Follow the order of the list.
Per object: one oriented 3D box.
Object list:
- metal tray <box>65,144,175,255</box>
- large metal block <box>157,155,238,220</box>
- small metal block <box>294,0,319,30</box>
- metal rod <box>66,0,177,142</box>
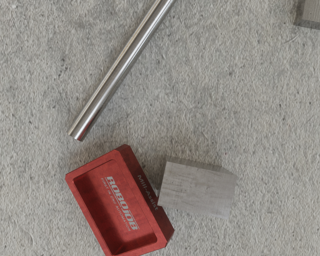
[{"bbox_3d":[-0.051,0.096,0.390,0.090,0.030,0.130,-28,90,23],"label":"metal tray"},{"bbox_3d":[0.041,0.069,0.383,0.080,0.080,0.050,12,90,-1],"label":"large metal block"},{"bbox_3d":[0.213,-0.161,0.413,0.050,0.025,0.050,10,90,-1],"label":"small metal block"},{"bbox_3d":[-0.030,-0.113,0.409,0.025,0.025,0.299,34,90,-1],"label":"metal rod"}]
